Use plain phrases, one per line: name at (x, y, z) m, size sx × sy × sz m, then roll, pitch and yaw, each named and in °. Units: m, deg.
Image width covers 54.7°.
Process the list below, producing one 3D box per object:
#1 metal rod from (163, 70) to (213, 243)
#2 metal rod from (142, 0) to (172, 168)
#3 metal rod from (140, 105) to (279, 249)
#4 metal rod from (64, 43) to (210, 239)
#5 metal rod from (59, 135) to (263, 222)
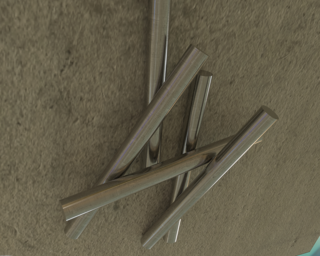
metal rod at (0.036, 0.060, 0.465) m, size 0.025 × 0.025 × 0.298 m, roll -6°, pitch 122°, yaw -26°
metal rod at (-0.005, -0.054, 0.371) m, size 0.025 × 0.025 × 0.298 m, roll -11°, pitch 123°, yaw -23°
metal rod at (0.055, 0.086, 0.442) m, size 0.025 × 0.025 × 0.298 m, roll 13°, pitch 127°, yaw -34°
metal rod at (-0.039, 0.030, 0.383) m, size 0.025 × 0.025 × 0.299 m, roll 21°, pitch 114°, yaw -37°
metal rod at (0.020, 0.051, 0.412) m, size 0.302 × 0.025 × 0.025 m, roll -18°, pitch 126°, yaw -27°
